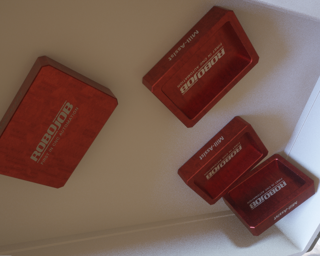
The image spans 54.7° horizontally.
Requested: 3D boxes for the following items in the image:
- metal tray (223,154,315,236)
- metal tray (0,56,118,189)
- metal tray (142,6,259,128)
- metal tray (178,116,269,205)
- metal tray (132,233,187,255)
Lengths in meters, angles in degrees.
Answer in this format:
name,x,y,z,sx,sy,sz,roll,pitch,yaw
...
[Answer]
name,x,y,z,sx,sy,sz,roll,pitch,yaw
metal tray,0.185,0.112,0.536,0.130,0.090,0.030,-34,129,-6
metal tray,-0.119,-0.001,0.340,0.090,0.030,0.130,27,104,-37
metal tray,0.053,-0.073,0.389,0.130,0.030,0.090,-45,129,3
metal tray,0.103,0.054,0.494,0.130,0.030,0.090,-43,129,2
metal tray,0.001,0.256,0.567,0.090,0.030,0.130,-38,129,-3
